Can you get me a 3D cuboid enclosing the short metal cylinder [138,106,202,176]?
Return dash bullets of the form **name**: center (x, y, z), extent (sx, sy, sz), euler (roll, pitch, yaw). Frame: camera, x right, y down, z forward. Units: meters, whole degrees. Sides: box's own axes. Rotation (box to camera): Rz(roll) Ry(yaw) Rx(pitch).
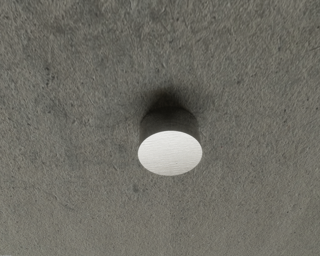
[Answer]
- **short metal cylinder**: center (0.013, 0.017, 0.407), extent (0.081, 0.050, 0.079), euler (0, 130, 0)
